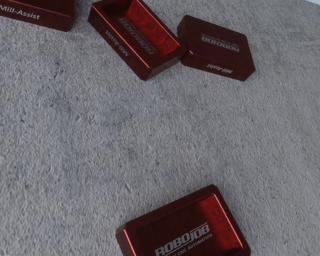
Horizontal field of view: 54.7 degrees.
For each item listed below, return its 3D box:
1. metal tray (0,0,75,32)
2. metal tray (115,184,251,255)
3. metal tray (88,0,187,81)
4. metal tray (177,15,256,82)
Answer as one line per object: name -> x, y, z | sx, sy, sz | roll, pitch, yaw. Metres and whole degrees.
metal tray -> -0.183, -0.187, 0.416 | 0.131, 0.030, 0.090 | 8, 58, -24
metal tray -> 0.028, 0.125, 0.338 | 0.131, 0.030, 0.090 | -15, 70, -34
metal tray -> -0.033, -0.141, 0.468 | 0.130, 0.030, 0.091 | 48, 51, 6
metal tray -> 0.097, -0.137, 0.536 | 0.131, 0.030, 0.090 | 10, 57, -23
